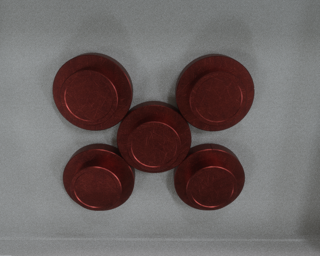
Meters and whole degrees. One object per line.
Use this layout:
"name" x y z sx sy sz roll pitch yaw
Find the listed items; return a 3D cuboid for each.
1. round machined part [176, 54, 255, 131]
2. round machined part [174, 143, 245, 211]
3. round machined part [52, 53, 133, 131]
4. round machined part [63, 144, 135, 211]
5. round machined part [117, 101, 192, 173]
"round machined part" 0.069 -0.041 0.387 0.099 0.042 0.097 0 110 -1
"round machined part" 0.069 0.074 0.429 0.099 0.042 0.097 0 110 -1
"round machined part" -0.084 -0.042 0.384 0.099 0.042 0.097 0 110 -1
"round machined part" -0.085 0.074 0.427 0.099 0.042 0.097 0 110 -1
"round machined part" -0.008 0.017 0.406 0.099 0.042 0.097 0 110 -1
